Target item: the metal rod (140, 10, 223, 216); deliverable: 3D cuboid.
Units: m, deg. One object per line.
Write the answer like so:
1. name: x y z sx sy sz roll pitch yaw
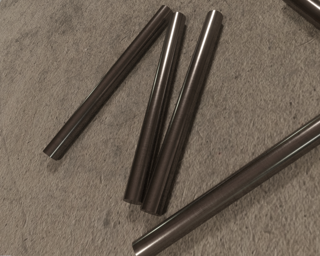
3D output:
1. metal rod: 0.036 -0.035 0.405 0.025 0.025 0.300 6 64 30

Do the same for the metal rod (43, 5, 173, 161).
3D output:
1. metal rod: -0.076 -0.077 0.488 0.025 0.025 0.300 29 77 37

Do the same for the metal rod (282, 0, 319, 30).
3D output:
1. metal rod: 0.228 -0.078 0.332 0.025 0.025 0.300 -31 52 8

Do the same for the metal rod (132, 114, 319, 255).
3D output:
1. metal rod: 0.100 0.046 0.322 0.300 0.025 0.025 -35 52 4

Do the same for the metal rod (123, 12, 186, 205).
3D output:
1. metal rod: -0.001 -0.044 0.430 0.025 0.025 0.300 -1 61 27
